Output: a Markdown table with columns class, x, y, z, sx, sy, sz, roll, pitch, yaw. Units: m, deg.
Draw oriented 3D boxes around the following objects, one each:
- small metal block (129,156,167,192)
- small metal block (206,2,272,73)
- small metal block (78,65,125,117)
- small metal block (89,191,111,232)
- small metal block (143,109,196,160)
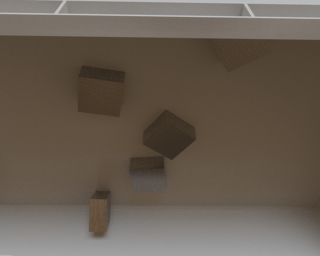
| class | x | y | z | sx | sy | sz | roll | pitch | yaw |
| --- | --- | --- | --- | --- | --- | --- | --- | --- | --- |
| small metal block | -0.017 | 0.070 | 0.468 | 0.050 | 0.025 | 0.050 | -4 | 130 | 3 |
| small metal block | 0.083 | -0.095 | 0.329 | 0.050 | 0.025 | 0.050 | -24 | 127 | 19 |
| small metal block | -0.070 | -0.043 | 0.371 | 0.050 | 0.025 | 0.050 | 7 | 130 | -7 |
| small metal block | -0.094 | 0.131 | 0.489 | 0.025 | 0.050 | 0.050 | 2 | 92 | -2 |
| small metal block | 0.012 | 0.010 | 0.418 | 0.050 | 0.025 | 0.050 | 31 | 124 | -24 |
